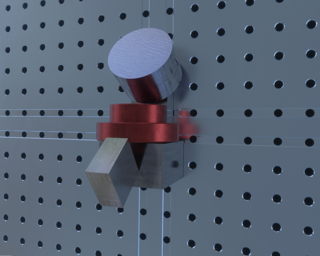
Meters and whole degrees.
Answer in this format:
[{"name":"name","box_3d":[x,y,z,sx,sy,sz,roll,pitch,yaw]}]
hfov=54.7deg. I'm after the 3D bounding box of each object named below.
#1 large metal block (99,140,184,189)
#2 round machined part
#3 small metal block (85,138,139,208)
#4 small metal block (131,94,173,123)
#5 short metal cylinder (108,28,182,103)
[{"name":"large metal block","box_3d":[-0.020,0.041,0.389,0.080,0.080,0.050,1,91,19]},{"name":"round machined part","box_3d":[-0.026,-0.007,0.371,0.098,0.098,0.042,1,91,19]},{"name":"small metal block","box_3d":[-0.047,0.045,0.318,0.025,0.050,0.050,1,129,19]},{"name":"small metal block","box_3d":[-0.010,-0.031,0.414,0.050,0.025,0.050,1,90,19]},{"name":"short metal cylinder","box_3d":[-0.017,-0.078,0.387,0.080,0.050,0.080,-8,58,14]}]
